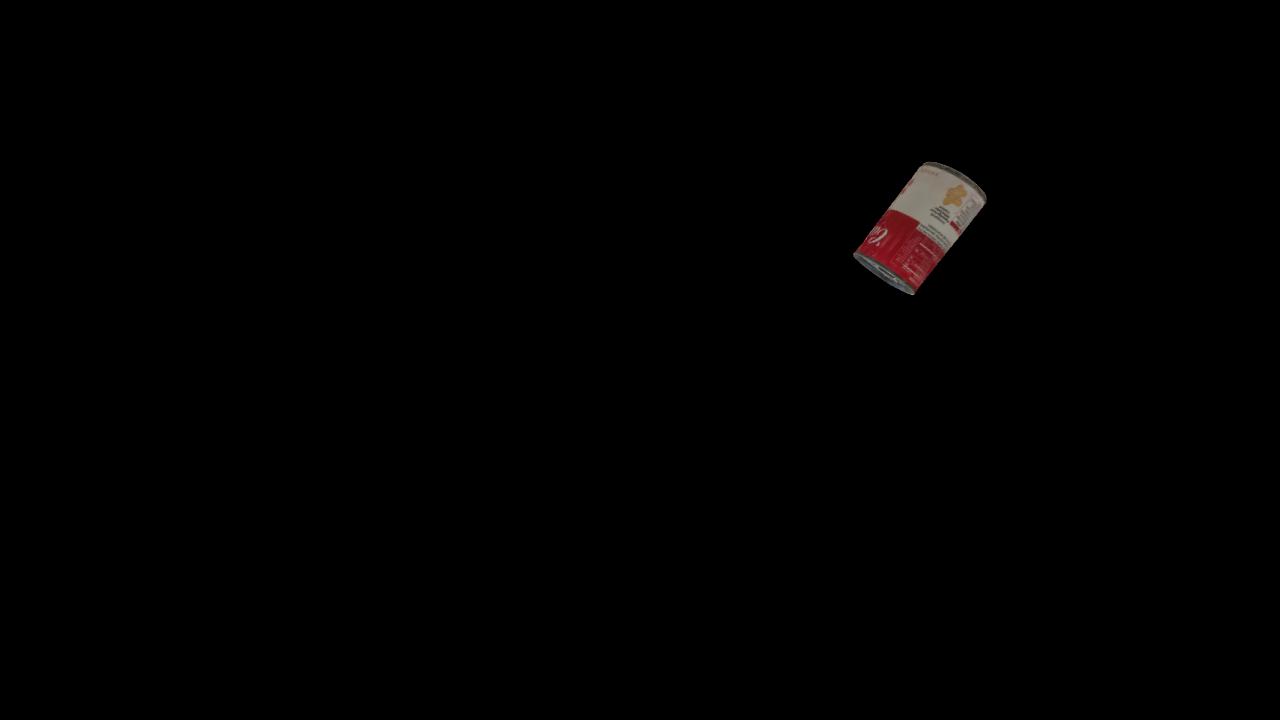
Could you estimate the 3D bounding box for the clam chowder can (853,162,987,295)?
[{"bbox_3d":[0.256,-0.120,0.566,0.068,0.102,0.068,34,12,-8],"label":"clam chowder can"}]
